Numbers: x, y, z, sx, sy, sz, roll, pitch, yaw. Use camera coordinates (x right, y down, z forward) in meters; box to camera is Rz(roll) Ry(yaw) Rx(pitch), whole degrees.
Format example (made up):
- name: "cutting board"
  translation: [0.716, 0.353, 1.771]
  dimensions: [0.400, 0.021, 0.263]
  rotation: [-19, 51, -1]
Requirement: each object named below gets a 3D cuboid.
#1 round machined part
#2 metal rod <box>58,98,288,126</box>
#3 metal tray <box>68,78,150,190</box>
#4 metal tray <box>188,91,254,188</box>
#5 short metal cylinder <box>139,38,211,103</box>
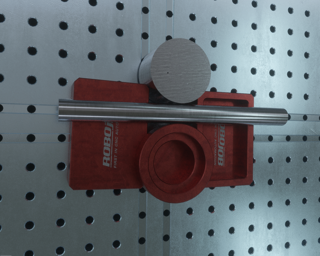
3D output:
- name: "round machined part"
  translation: [0.015, 0.043, 0.396]
  dimensions: [0.099, 0.042, 0.097]
  rotation: [0, 90, -20]
- name: "metal rod"
  translation: [0.032, -0.018, 0.388]
  dimensions: [0.303, 0.025, 0.025]
  rotation: [1, 90, -20]
- name: "metal tray"
  translation: [-0.063, 0.008, 0.382]
  dimensions: [0.091, 0.030, 0.129]
  rotation: [3, 89, -20]
- name: "metal tray"
  translation: [0.086, 0.016, 0.437]
  dimensions: [0.091, 0.030, 0.129]
  rotation: [1, 90, -20]
- name: "short metal cylinder"
  translation: [0.018, -0.070, 0.402]
  dimensions: [0.081, 0.050, 0.079]
  rotation: [0, 90, -20]
